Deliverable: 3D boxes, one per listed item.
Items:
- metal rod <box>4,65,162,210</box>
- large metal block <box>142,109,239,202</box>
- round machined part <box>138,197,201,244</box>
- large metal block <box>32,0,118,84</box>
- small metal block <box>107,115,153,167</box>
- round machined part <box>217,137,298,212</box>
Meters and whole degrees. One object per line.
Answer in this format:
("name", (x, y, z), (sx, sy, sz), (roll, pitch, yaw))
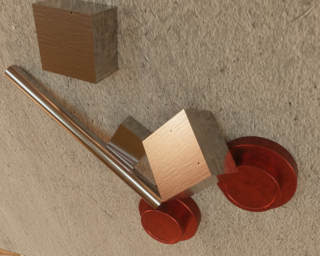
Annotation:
("metal rod", (-0.113, 0.009, 0.455), (0.300, 0.025, 0.025), (40, 129, 7))
("large metal block", (0.033, 0.033, 0.370), (0.080, 0.050, 0.080), (-39, 62, 39))
("round machined part", (0.010, 0.139, 0.477), (0.098, 0.042, 0.097), (13, 124, 21))
("large metal block", (-0.099, -0.108, 0.376), (0.080, 0.050, 0.079), (17, 125, 18))
("small metal block", (-0.039, 0.019, 0.439), (0.050, 0.025, 0.050), (38, 129, 2))
("round machined part", (0.113, 0.062, 0.375), (0.098, 0.042, 0.097), (13, 124, 21))
